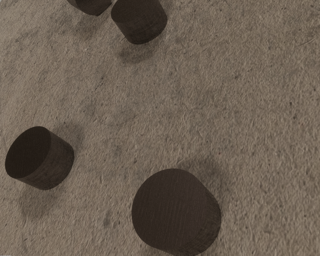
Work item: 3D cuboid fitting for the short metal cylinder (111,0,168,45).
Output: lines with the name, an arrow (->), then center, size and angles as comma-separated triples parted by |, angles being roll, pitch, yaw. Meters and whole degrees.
short metal cylinder -> -0.034, -0.188, 0.520 | 0.080, 0.050, 0.080 | -13, 56, 20

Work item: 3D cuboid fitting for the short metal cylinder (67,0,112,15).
short metal cylinder -> -0.140, -0.268, 0.604 | 0.080, 0.080, 0.050 | -47, 52, -5

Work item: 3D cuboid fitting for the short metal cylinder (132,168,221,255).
short metal cylinder -> 0.018, 0.089, 0.323 | 0.080, 0.050, 0.080 | -13, 56, 20

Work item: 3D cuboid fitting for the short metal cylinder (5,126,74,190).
short metal cylinder -> -0.174, 0.044, 0.450 | 0.080, 0.050, 0.080 | -13, 56, 20
